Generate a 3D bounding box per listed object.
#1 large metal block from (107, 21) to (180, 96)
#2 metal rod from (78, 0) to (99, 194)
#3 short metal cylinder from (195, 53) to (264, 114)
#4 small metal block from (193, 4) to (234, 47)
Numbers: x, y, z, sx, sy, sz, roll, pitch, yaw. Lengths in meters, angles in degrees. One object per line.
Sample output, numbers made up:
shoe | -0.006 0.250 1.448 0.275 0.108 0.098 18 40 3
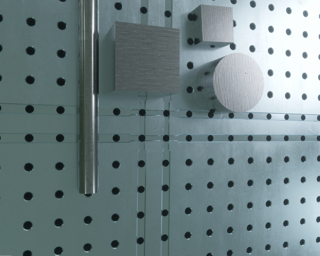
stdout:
large metal block | -0.022 -0.083 0.392 0.081 0.050 0.079 0 90 -21
metal rod | -0.088 -0.071 0.380 0.025 0.025 0.298 0 90 -20
short metal cylinder | 0.097 -0.061 0.437 0.081 0.050 0.079 0 90 -21
small metal block | 0.076 -0.145 0.442 0.050 0.025 0.050 -4 91 -20
